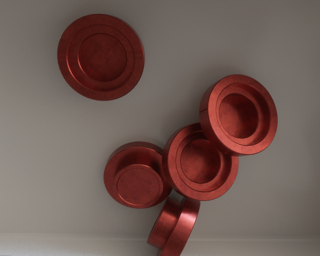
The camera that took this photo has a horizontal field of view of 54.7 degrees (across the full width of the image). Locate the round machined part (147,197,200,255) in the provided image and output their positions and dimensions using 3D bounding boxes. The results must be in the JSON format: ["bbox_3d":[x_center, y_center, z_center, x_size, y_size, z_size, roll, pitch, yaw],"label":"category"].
[{"bbox_3d":[0.015,0.134,0.424,0.042,0.098,0.097,26,108,5],"label":"round machined part"}]

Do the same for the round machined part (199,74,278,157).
[{"bbox_3d":[0.091,-0.013,0.382,0.099,0.042,0.098,4,78,-21],"label":"round machined part"}]

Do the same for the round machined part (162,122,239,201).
[{"bbox_3d":[0.049,0.043,0.404,0.099,0.042,0.097,3,82,-18],"label":"round machined part"}]

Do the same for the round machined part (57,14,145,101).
[{"bbox_3d":[-0.067,-0.085,0.370,0.099,0.042,0.097,0,110,-1],"label":"round machined part"}]

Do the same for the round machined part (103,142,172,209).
[{"bbox_3d":[-0.029,0.071,0.428,0.099,0.042,0.097,0,110,-1],"label":"round machined part"}]
